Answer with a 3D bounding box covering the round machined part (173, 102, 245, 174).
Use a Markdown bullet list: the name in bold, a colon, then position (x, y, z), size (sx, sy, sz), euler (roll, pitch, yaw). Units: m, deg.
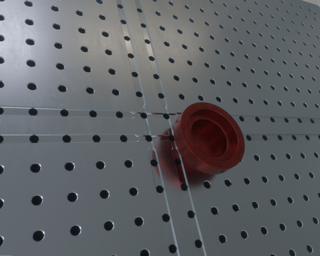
- **round machined part**: position (0.062, 0.017, 0.419), size (0.099, 0.042, 0.098), euler (13, 56, -21)
